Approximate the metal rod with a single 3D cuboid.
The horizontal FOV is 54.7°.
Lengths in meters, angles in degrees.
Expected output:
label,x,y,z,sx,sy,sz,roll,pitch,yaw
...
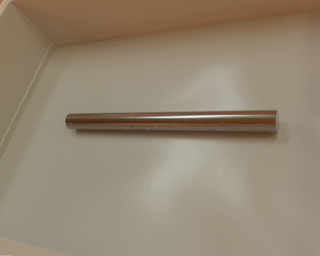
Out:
label,x,y,z,sx,sy,sz,roll,pitch,yaw
metal rod,-0.004,-0.009,0.409,0.300,0.025,0.025,1,62,28
